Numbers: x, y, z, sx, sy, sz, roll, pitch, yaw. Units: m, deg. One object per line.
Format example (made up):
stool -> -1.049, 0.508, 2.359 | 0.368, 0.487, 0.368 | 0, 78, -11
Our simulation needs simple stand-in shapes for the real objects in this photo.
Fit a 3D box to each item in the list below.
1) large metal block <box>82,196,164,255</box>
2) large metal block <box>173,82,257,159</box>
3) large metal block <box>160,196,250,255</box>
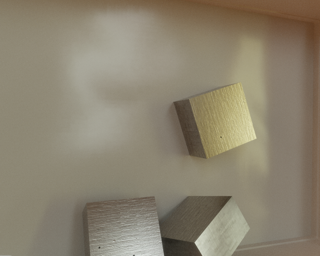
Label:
large metal block -> -0.045, 0.130, 0.365 | 0.081, 0.050, 0.080 | -1, 64, -21
large metal block -> 0.075, -0.011, 0.426 | 0.081, 0.050, 0.080 | -19, 97, -19
large metal block -> 0.051, 0.131, 0.390 | 0.080, 0.080, 0.050 | -37, 103, -37
